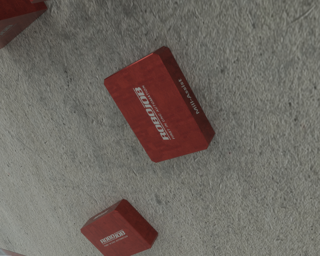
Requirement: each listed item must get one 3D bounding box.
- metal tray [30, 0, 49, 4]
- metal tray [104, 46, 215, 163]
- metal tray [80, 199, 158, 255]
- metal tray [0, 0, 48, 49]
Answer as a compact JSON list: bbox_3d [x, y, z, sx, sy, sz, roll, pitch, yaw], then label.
[{"bbox_3d":[-0.066,-0.171,0.293,0.130,0.090,0.030,-20,107,35],"label":"metal tray"},{"bbox_3d":[-0.001,-0.024,0.389,0.090,0.030,0.130,-20,108,35],"label":"metal tray"},{"bbox_3d":[-0.077,0.189,0.561,0.090,0.030,0.129,48,129,-6],"label":"metal tray"},{"bbox_3d":[-0.218,-0.130,0.399,0.130,0.090,0.030,-19,108,35],"label":"metal tray"}]
